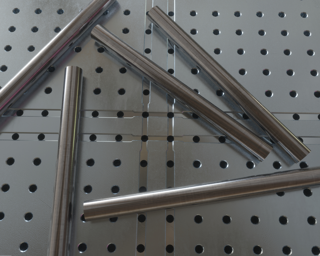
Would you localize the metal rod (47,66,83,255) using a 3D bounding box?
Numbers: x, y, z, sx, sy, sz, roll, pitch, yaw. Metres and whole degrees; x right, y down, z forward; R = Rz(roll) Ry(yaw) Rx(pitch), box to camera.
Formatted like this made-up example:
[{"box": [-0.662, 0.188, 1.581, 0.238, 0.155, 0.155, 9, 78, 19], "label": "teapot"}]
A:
[{"box": [-0.119, 0.059, 0.389, 0.025, 0.025, 0.299, -1, 70, 0], "label": "metal rod"}]

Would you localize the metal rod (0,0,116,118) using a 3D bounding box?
[{"box": [-0.164, -0.102, 0.448, 0.025, 0.025, 0.300, 35, 73, 12], "label": "metal rod"}]

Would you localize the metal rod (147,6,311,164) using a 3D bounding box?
[{"box": [0.087, -0.070, 0.437, 0.025, 0.025, 0.300, -39, 75, -13], "label": "metal rod"}]

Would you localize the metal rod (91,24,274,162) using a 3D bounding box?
[{"box": [0.022, -0.055, 0.431, 0.300, 0.025, 0.025, 37, 74, 12], "label": "metal rod"}]

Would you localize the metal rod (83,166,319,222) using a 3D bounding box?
[{"box": [0.060, 0.080, 0.382, 0.302, 0.025, 0.025, -8, 70, -3], "label": "metal rod"}]
